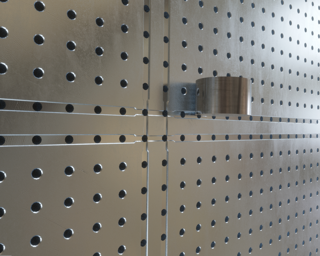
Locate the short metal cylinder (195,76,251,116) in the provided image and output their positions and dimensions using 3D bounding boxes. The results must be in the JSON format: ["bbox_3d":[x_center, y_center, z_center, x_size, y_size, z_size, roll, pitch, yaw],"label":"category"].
[{"bbox_3d":[0.092,-0.044,0.453,0.081,0.080,0.050,2,89,-40],"label":"short metal cylinder"}]
